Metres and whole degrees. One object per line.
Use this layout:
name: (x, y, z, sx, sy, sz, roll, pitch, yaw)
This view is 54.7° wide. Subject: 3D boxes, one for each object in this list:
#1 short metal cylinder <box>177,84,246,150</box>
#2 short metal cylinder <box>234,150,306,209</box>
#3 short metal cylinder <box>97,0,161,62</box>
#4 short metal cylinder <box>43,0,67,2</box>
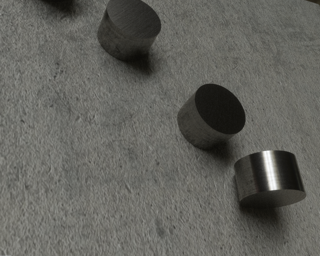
short metal cylinder: (0.072, -0.015, 0.435, 0.081, 0.050, 0.080, 14, 56, -21)
short metal cylinder: (0.140, 0.069, 0.402, 0.081, 0.080, 0.050, 12, 57, -22)
short metal cylinder: (-0.045, -0.144, 0.451, 0.081, 0.050, 0.080, 14, 56, -21)
short metal cylinder: (-0.158, -0.228, 0.442, 0.081, 0.050, 0.080, 14, 56, -21)
